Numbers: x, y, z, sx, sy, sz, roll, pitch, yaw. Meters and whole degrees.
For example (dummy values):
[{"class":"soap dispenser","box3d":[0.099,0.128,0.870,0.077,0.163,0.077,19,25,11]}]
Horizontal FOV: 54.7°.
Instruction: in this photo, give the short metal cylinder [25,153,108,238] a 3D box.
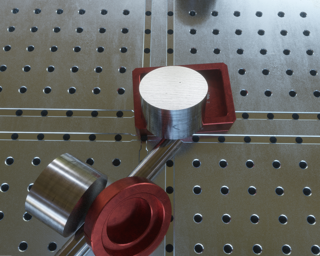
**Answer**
[{"class":"short metal cylinder","box3d":[-0.104,0.076,0.354,0.050,0.080,0.080,29,73,10]}]

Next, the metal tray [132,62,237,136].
[{"class":"metal tray","box3d":[0.030,-0.040,0.423,0.131,0.030,0.090,-4,70,-2]}]

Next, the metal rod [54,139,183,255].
[{"class":"metal rod","box3d":[-0.079,0.119,0.367,0.025,0.025,0.301,40,74,13]}]

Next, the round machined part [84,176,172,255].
[{"class":"round machined part","box3d":[-0.039,0.100,0.347,0.098,0.098,0.042,-47,35,-15]}]

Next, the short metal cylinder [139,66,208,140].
[{"class":"short metal cylinder","box3d":[0.017,-0.032,0.382,0.080,0.050,0.080,-1,47,1]}]
